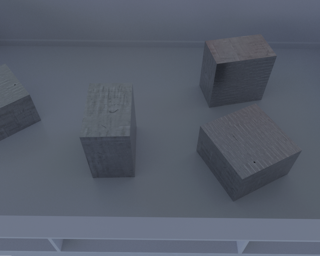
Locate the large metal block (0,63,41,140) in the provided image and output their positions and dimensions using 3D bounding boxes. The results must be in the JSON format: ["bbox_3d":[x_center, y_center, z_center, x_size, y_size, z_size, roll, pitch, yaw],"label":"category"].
[{"bbox_3d":[-0.221,-0.031,0.413,0.080,0.050,0.080,-32,57,-24],"label":"large metal block"}]

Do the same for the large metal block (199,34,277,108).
[{"bbox_3d":[0.105,-0.079,0.437,0.081,0.080,0.050,-9,51,-8],"label":"large metal block"}]

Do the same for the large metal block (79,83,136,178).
[{"bbox_3d":[-0.056,0.003,0.366,0.050,0.080,0.080,-1,50,-1],"label":"large metal block"}]

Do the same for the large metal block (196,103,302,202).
[{"bbox_3d":[0.101,0.027,0.367,0.081,0.050,0.080,-21,53,-17],"label":"large metal block"}]
